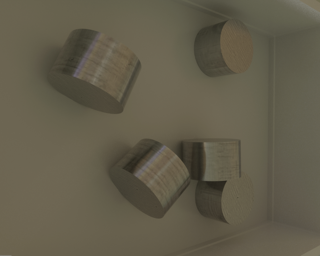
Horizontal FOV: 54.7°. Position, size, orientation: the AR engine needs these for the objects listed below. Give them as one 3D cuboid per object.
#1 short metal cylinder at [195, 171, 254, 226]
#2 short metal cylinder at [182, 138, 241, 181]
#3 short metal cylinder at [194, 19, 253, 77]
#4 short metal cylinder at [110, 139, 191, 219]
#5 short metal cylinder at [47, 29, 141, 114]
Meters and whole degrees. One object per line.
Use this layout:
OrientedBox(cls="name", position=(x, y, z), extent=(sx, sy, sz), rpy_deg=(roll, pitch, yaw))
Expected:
OrientedBox(cls="short metal cylinder", position=(0.100, 0.104, 0.477), extent=(0.081, 0.050, 0.079), rpy_deg=(0, 90, -40))
OrientedBox(cls="short metal cylinder", position=(0.072, 0.042, 0.434), extent=(0.081, 0.080, 0.050), rpy_deg=(-2, 92, -40))
OrientedBox(cls="short metal cylinder", position=(0.098, -0.121, 0.475), extent=(0.081, 0.050, 0.079), rpy_deg=(0, 90, -40))
OrientedBox(cls="short metal cylinder", position=(-0.012, 0.059, 0.363), extent=(0.050, 0.080, 0.080), rpy_deg=(-45, 117, -31))
OrientedBox(cls="short metal cylinder", position=(-0.066, -0.055, 0.317), extent=(0.080, 0.080, 0.050), rpy_deg=(33, 70, -36))
